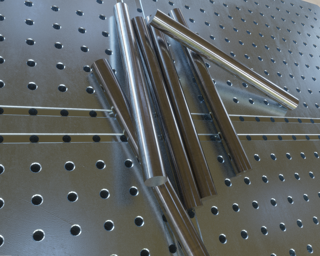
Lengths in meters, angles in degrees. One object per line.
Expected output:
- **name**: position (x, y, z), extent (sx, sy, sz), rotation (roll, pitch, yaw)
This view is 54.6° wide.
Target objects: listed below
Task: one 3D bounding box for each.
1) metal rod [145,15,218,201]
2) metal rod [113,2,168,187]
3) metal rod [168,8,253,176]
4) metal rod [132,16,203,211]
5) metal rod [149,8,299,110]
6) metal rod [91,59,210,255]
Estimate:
- **metal rod**: position (0.023, -0.045, 0.447), extent (0.025, 0.025, 0.299), rotation (-1, 62, -29)
- **metal rod**: position (-0.033, -0.066, 0.406), extent (0.025, 0.025, 0.299), rotation (5, 52, -26)
- **metal rod**: position (0.072, -0.069, 0.488), extent (0.025, 0.025, 0.299), rotation (-6, 65, -31)
- **metal rod**: position (0.002, -0.035, 0.430), extent (0.025, 0.025, 0.299), rotation (-2, 63, -29)
- **metal rod**: position (0.116, -0.103, 0.508), extent (0.301, 0.025, 0.025), rotation (25, 53, -22)
- **metal rod**: position (-0.012, 0.042, 0.375), extent (0.025, 0.025, 0.299), rotation (-17, 71, -35)
